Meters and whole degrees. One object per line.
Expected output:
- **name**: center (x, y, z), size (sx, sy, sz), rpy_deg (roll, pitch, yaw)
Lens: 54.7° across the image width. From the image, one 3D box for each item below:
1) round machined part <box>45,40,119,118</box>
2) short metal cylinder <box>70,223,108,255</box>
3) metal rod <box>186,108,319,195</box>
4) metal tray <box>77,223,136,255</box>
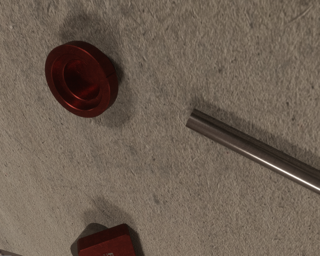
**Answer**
- **round machined part**: center (-0.096, -0.066, 0.404), size (0.098, 0.042, 0.097), rpy_deg (13, 124, 20)
- **short metal cylinder**: center (-0.123, 0.231, 0.596), size (0.080, 0.050, 0.079), rpy_deg (13, 124, 20)
- **metal rod**: center (0.169, 0.056, 0.352), size (0.301, 0.025, 0.025), rpy_deg (28, 128, 10)
- **metal tray**: center (-0.088, 0.244, 0.565), size (0.091, 0.030, 0.129), rpy_deg (-17, 117, -10)
